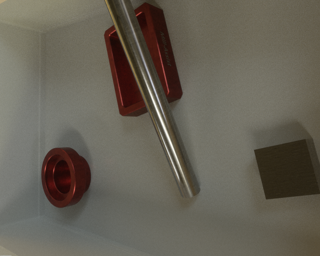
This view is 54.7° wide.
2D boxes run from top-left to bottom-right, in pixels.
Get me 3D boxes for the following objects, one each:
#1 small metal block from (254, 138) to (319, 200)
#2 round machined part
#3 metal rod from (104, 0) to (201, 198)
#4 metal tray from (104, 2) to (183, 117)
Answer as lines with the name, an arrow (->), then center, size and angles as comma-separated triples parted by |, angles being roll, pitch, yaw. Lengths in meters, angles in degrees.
small metal block -> 0.126, 0.040, 0.302 | 0.050, 0.025, 0.050 | -18, 79, 38
round machined part -> -0.154, 0.081, 0.520 | 0.098, 0.042, 0.097 | 0, 90, 39
metal rod -> -0.015, -0.056, 0.338 | 0.025, 0.025, 0.298 | -8, 110, 39
metal tray -> -0.026, -0.089, 0.422 | 0.090, 0.030, 0.129 | -20, 77, 38
